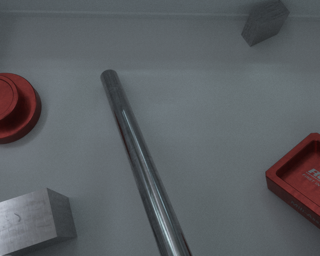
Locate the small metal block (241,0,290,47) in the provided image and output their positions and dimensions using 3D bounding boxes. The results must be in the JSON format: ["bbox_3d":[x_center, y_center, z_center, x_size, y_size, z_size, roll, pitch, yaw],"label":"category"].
[{"bbox_3d":[0.153,-0.152,0.454,0.050,0.050,0.025,-26,73,-9],"label":"small metal block"}]

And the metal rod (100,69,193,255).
[{"bbox_3d":[-0.024,0.027,0.336,0.025,0.025,0.300,-19,47,-7],"label":"metal rod"}]

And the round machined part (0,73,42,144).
[{"bbox_3d":[-0.214,-0.031,0.409,0.099,0.042,0.098,0,70,-1],"label":"round machined part"}]

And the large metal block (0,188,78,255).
[{"bbox_3d":[-0.146,0.108,0.339,0.081,0.080,0.050,-17,71,-7],"label":"large metal block"}]

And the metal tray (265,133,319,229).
[{"bbox_3d":[0.199,0.069,0.349,0.090,0.030,0.130,-37,44,-11],"label":"metal tray"}]
